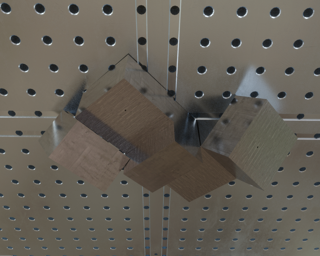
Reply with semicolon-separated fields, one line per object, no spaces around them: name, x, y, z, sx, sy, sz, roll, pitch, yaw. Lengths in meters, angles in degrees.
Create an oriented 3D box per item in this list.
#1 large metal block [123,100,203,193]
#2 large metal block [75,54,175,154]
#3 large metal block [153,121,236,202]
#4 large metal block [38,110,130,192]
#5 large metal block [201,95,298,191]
large metal block;0.003;0.022;0.393;0.080;0.080;0.050;-35;123;25
large metal block;-0.040;-0.026;0.373;0.080;0.050;0.080;-33;123;26
large metal block;0.047;0.049;0.437;0.080;0.050;0.080;-34;121;25
large metal block;-0.097;0.027;0.388;0.080;0.080;0.050;41;80;-29
large metal block;0.111;0.018;0.383;0.080;0.050;0.080;41;79;-30
